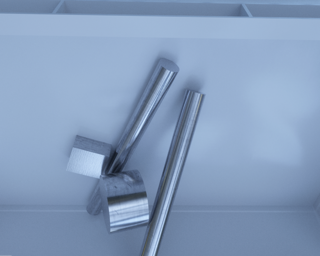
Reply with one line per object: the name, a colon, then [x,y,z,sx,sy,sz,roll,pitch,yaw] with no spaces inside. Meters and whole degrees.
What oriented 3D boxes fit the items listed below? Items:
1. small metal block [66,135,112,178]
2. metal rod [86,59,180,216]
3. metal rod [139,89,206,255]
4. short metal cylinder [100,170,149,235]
small metal block: [-0.102,0.042,0.444,0.050,0.025,0.050,17,128,-15]
metal rod: [-0.051,0.033,0.436,0.025,0.025,0.298,19,128,-16]
metal rod: [0.006,0.096,0.409,0.025,0.025,0.298,13,103,-11]
short metal cylinder: [-0.051,0.101,0.428,0.050,0.080,0.079,-7,132,-18]
